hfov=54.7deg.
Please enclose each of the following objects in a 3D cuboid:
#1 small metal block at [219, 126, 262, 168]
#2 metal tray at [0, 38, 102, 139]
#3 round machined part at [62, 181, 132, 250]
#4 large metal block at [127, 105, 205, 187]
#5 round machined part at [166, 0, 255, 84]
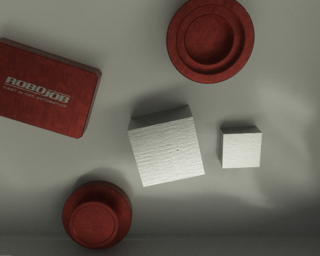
[{"bbox_3d":[0.109,0.026,0.423,0.050,0.025,0.050,-2,110,0],"label":"small metal block"},{"bbox_3d":[-0.149,-0.048,0.389,0.131,0.030,0.089,18,109,-7],"label":"metal tray"},{"bbox_3d":[-0.090,0.128,0.438,0.099,0.042,0.097,0,99,-1],"label":"round machined part"},{"bbox_3d":[0.009,0.023,0.407,0.080,0.050,0.079,-12,110,4],"label":"large metal block"},{"bbox_3d":[0.056,-0.104,0.365,0.099,0.042,0.097,0,110,-1],"label":"round machined part"}]
